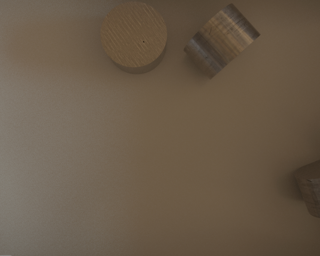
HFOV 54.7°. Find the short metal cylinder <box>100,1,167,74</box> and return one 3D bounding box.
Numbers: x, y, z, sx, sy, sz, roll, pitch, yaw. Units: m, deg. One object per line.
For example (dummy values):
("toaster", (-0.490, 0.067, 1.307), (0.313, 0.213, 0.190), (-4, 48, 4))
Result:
("short metal cylinder", (-0.032, -0.113, 0.398), (0.081, 0.050, 0.080), (0, 90, 0))

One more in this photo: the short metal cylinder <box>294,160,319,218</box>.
("short metal cylinder", (0.217, 0.071, 0.385), (0.080, 0.080, 0.050), (-21, 90, 0))

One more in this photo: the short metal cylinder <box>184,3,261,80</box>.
("short metal cylinder", (0.076, -0.105, 0.384), (0.080, 0.080, 0.050), (-42, 90, 0))
